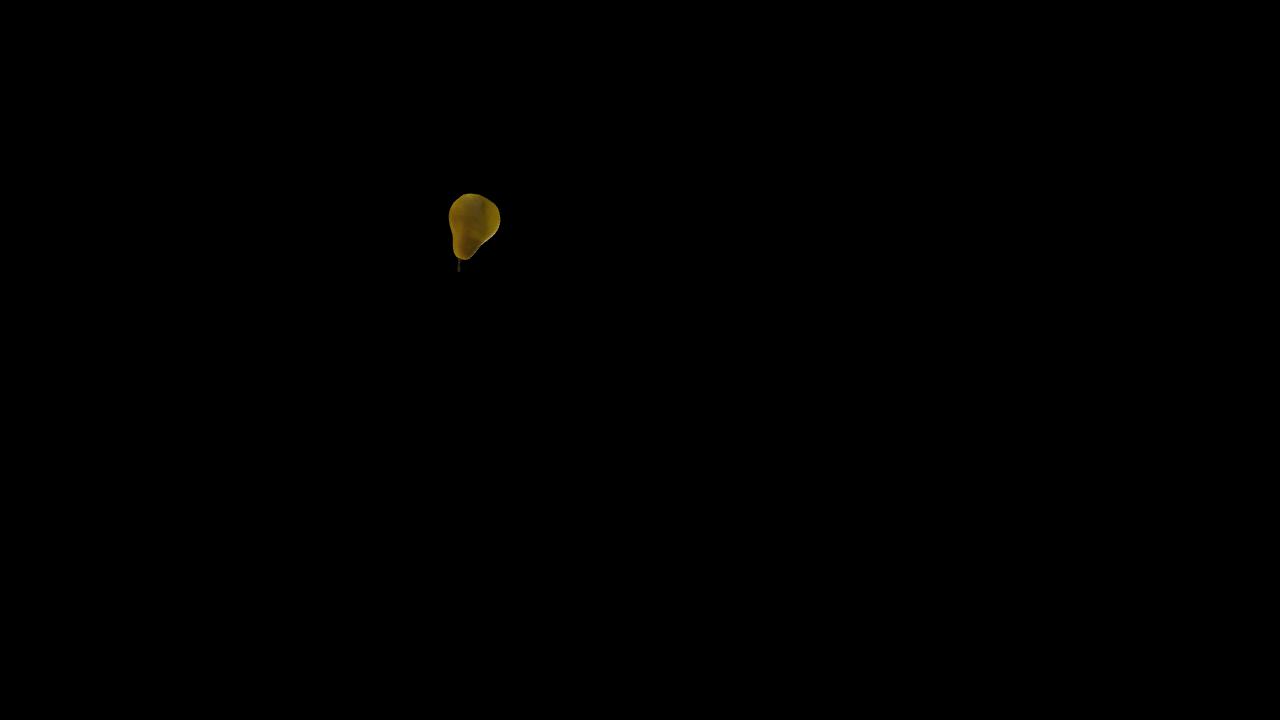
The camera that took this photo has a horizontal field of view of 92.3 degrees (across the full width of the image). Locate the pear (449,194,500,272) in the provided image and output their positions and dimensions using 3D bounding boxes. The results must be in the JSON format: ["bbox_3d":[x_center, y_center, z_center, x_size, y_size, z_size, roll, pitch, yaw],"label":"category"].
[{"bbox_3d":[-0.254,-0.187,0.909,0.080,0.111,0.080,19,-10,4],"label":"pear"}]
